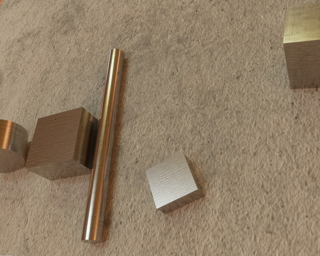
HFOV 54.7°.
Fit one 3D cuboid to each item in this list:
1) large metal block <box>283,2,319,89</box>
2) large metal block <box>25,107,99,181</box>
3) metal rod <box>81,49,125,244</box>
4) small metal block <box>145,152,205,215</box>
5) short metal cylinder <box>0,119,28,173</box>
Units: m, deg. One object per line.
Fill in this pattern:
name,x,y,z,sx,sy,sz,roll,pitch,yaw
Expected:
large metal block,0.179,-0.086,0.327,0.080,0.080,0.050,1,63,29
large metal block,-0.135,0.024,0.444,0.080,0.050,0.080,-12,57,21
metal rod,-0.076,0.005,0.440,0.025,0.025,0.299,-12,57,22
small metal block,0.017,0.063,0.356,0.050,0.025,0.050,-28,52,10
short metal cylinder,-0.251,0.030,0.482,0.080,0.080,0.050,-20,54,16
